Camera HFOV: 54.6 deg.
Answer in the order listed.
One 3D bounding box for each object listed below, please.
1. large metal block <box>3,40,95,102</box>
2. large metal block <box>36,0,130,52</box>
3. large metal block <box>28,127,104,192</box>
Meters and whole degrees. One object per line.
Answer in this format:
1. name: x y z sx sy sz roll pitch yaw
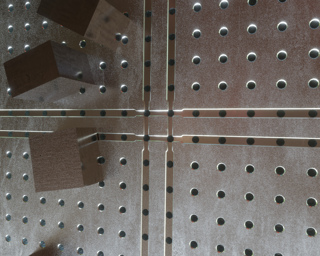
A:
1. large metal block: -0.154 -0.076 0.438 0.080 0.080 0.050 -19 84 19
2. large metal block: -0.100 -0.151 0.419 0.080 0.080 0.050 29 100 17
3. large metal block: -0.135 0.045 0.448 0.080 0.050 0.080 -10 87 19
